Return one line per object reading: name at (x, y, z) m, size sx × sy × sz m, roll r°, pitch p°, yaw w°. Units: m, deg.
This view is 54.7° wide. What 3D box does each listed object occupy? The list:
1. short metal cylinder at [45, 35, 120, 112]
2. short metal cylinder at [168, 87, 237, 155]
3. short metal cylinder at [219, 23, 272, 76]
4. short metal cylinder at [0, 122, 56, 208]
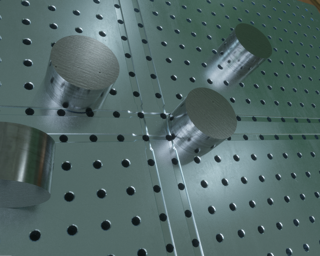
short metal cylinder at (-0.096, -0.066, 0.382) m, size 0.081 × 0.050 × 0.080 m, roll 14°, pitch 56°, yaw -21°
short metal cylinder at (0.059, -0.009, 0.431) m, size 0.081 × 0.050 × 0.080 m, roll 14°, pitch 56°, yaw -21°
short metal cylinder at (0.156, -0.143, 0.566) m, size 0.081 × 0.050 × 0.080 m, roll 14°, pitch 56°, yaw -21°
short metal cylinder at (-0.138, 0.036, 0.277) m, size 0.081 × 0.080 × 0.050 m, roll 9°, pitch 58°, yaw -24°
